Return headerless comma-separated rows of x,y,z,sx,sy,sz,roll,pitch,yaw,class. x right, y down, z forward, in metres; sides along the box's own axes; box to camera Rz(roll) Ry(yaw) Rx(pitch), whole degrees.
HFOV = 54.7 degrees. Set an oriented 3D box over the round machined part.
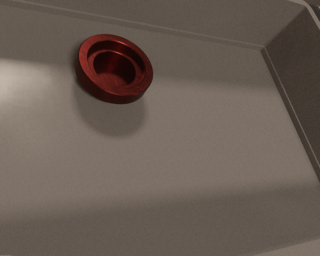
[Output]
-0.062,-0.072,0.406,0.099,0.042,0.098,14,56,-21,round machined part
